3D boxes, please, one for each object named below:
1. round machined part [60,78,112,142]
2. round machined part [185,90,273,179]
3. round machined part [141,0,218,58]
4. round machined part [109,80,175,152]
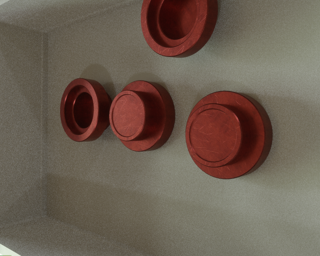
[{"bbox_3d":[-0.111,-0.028,0.488,0.098,0.042,0.097,0,90,40],"label":"round machined part"},{"bbox_3d":[0.067,0.008,0.340,0.098,0.042,0.097,0,90,40],"label":"round machined part"},{"bbox_3d":[0.027,-0.133,0.369,0.098,0.042,0.097,7,101,40],"label":"round machined part"},{"bbox_3d":[-0.031,-0.016,0.422,0.098,0.042,0.097,0,90,40],"label":"round machined part"}]
